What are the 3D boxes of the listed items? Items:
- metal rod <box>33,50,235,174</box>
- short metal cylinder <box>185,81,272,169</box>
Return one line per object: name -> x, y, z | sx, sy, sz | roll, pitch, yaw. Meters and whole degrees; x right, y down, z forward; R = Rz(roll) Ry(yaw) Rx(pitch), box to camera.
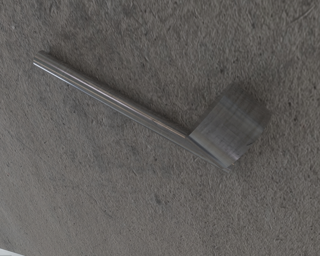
metal rod -> -0.039, -0.026, 0.411 | 0.301, 0.025, 0.025 | 29, 128, 9
short metal cylinder -> 0.071, -0.003, 0.332 | 0.050, 0.080, 0.080 | 40, 129, 1
